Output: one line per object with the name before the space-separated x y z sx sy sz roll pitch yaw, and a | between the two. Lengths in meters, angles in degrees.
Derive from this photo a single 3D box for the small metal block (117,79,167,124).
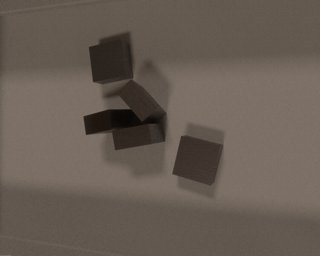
small metal block | -0.022 -0.032 0.403 0.025 0.050 0.050 -43 77 7

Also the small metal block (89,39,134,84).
small metal block | -0.068 -0.092 0.433 0.050 0.025 0.050 -8 87 19

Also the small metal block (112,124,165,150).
small metal block | -0.027 0.011 0.406 0.050 0.050 0.025 -11 87 19

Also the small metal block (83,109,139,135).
small metal block | -0.064 -0.008 0.411 0.050 0.050 0.025 -11 86 38

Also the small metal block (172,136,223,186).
small metal block | 0.048 0.040 0.393 0.050 0.025 0.050 14 95 19
